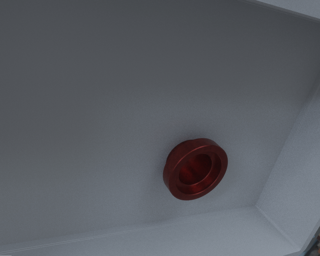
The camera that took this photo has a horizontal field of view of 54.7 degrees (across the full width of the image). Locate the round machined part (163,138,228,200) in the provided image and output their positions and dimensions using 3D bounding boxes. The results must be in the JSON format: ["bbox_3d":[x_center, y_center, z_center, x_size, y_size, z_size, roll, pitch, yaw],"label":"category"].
[{"bbox_3d":[0.048,0.056,0.461,0.099,0.042,0.097,-14,125,-21],"label":"round machined part"}]
